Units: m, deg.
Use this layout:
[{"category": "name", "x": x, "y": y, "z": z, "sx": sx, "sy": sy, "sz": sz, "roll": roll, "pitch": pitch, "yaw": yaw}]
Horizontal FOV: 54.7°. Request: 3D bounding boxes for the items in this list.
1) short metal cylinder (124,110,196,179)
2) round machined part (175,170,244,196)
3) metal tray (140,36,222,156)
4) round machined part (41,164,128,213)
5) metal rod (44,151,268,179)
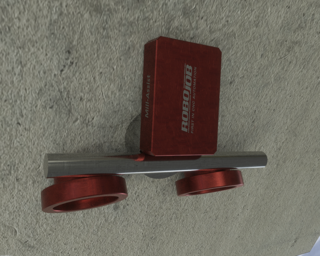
[{"category": "short metal cylinder", "x": 0.000, "y": 0.019, "z": 0.406, "sx": 0.081, "sy": 0.050, "sz": 0.079, "roll": -14, "pitch": 125, "yaw": -21}, {"category": "round machined part", "x": 0.071, "y": 0.072, "z": 0.460, "sx": 0.099, "sy": 0.042, "sz": 0.098, "roll": -8, "pitch": 163, "yaw": -2}, {"category": "metal tray", "x": 0.026, "y": -0.034, "z": 0.365, "sx": 0.091, "sy": 0.030, "sz": 0.129, "roll": 2, "pitch": 91, "yaw": -30}, {"category": "round machined part", "x": -0.091, "y": 0.070, "z": 0.371, "sx": 0.099, "sy": 0.042, "sz": 0.098, "roll": -11, "pitch": 160, "yaw": -4}, {"category": "metal rod", "x": 0.018, "y": 0.042, "z": 0.382, "sx": 0.303, "sy": 0.025, "sz": 0.025, "roll": 2, "pitch": 118, "yaw": -30}]
